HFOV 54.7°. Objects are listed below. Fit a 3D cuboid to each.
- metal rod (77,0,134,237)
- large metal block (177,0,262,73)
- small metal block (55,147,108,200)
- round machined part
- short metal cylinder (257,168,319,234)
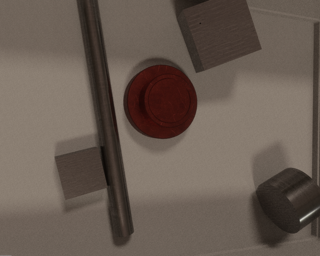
[{"bbox_3d":[-0.067,-0.013,0.386,0.025,0.025,0.298,-10,94,-20],"label":"metal rod"},{"bbox_3d":[0.078,-0.127,0.417,0.080,0.050,0.080,-21,98,-4],"label":"large metal block"},{"bbox_3d":[-0.096,0.054,0.376,0.050,0.025,0.050,-14,95,-20],"label":"small metal block"},{"bbox_3d":[0.005,-0.034,0.404,0.099,0.042,0.097,0,90,-21],"label":"round machined part"},{"bbox_3d":[0.190,0.105,0.454,0.050,0.080,0.080,-26,99,-18],"label":"short metal cylinder"}]
